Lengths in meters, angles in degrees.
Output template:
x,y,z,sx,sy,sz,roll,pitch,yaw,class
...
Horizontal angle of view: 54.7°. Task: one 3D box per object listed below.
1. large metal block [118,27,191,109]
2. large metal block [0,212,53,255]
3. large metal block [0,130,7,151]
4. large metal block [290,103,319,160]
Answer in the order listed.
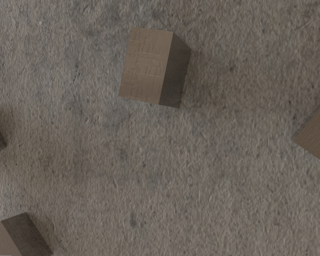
x,y,z,sx,sy,sz,roll,pitch,yaw,class
-0.003,-0.070,0.380,0.050,0.080,0.079,13,94,19,large metal block
-0.227,0.191,0.474,0.080,0.050,0.080,-42,77,15,large metal block
-0.311,0.015,0.503,0.080,0.050,0.080,-31,80,17,large metal block
0.199,0.006,0.326,0.080,0.050,0.080,38,102,15,large metal block
